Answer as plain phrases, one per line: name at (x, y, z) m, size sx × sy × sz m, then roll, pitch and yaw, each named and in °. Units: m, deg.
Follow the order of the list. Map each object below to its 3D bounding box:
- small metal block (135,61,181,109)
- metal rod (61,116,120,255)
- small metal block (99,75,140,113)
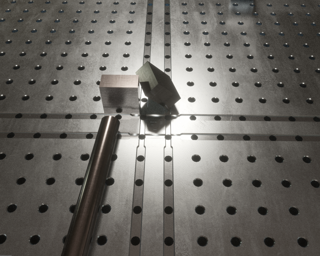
small metal block at (-0.003, -0.060, 0.440) m, size 0.025 × 0.050 × 0.050 m, roll -40°, pitch 49°, yaw 21°
metal rod at (-0.081, 0.106, 0.317) m, size 0.025 × 0.025 × 0.300 m, roll 5°, pitch 50°, yaw 3°
small metal block at (-0.054, -0.047, 0.430) m, size 0.050 × 0.050 × 0.025 m, roll 1°, pitch 50°, yaw 0°
